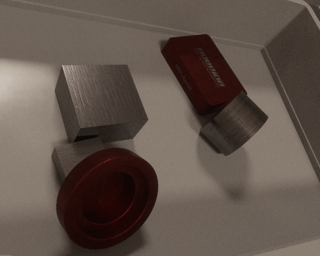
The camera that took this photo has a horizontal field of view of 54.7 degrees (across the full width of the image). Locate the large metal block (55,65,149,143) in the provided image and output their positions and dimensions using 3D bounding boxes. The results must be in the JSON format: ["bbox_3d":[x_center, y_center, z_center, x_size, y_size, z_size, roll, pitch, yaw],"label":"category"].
[{"bbox_3d":[-0.071,-0.028,0.369,0.081,0.050,0.080,-8,66,-32],"label":"large metal block"}]

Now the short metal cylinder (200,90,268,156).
[{"bbox_3d":[0.102,-0.007,0.431,0.050,0.080,0.080,46,51,3],"label":"short metal cylinder"}]

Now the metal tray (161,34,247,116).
[{"bbox_3d":[0.071,-0.089,0.497,0.091,0.030,0.130,-18,71,-35],"label":"metal tray"}]

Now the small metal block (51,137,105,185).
[{"bbox_3d":[-0.083,0.042,0.336,0.050,0.025,0.050,-14,69,-34],"label":"small metal block"}]

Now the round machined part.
[{"bbox_3d":[-0.054,0.064,0.305,0.099,0.097,0.042,-14,26,-34],"label":"round machined part"}]
